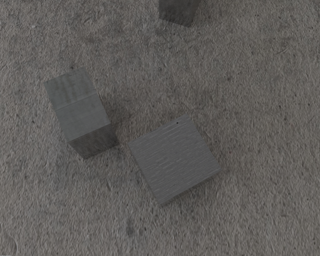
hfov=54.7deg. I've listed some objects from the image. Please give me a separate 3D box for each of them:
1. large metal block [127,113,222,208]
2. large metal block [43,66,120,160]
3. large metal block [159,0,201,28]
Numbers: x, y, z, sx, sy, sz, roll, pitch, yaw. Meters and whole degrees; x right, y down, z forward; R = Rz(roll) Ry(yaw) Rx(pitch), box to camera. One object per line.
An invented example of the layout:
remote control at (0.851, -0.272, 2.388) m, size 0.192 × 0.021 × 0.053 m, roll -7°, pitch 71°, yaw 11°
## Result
large metal block at (0.016, 0.041, 0.380) m, size 0.080 × 0.050 × 0.080 m, roll -27°, pitch 72°, yaw -10°
large metal block at (-0.094, -0.015, 0.384) m, size 0.050 × 0.080 × 0.080 m, roll -25°, pitch 72°, yaw -9°
large metal block at (0.036, -0.212, 0.456) m, size 0.050 × 0.080 × 0.080 m, roll 19°, pitch 71°, yaw 7°
